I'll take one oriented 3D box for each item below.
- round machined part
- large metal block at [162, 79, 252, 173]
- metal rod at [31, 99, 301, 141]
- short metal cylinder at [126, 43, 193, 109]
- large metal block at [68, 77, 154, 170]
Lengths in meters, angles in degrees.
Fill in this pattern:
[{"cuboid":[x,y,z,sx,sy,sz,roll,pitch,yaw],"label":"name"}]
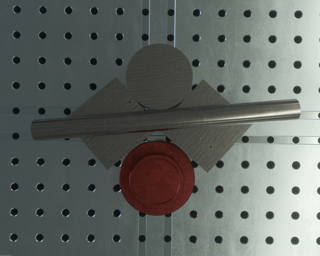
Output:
[{"cuboid":[-0.004,0.065,0.401,0.099,0.042,0.097,0,90,0],"label":"round machined part"},{"cuboid":[0.055,-0.003,0.395,0.080,0.050,0.080,42,91,0],"label":"large metal block"},{"cuboid":[0.006,-0.009,0.358,0.302,0.025,0.025,-5,90,0],"label":"metal rod"},{"cuboid":[-0.001,-0.062,0.397,0.081,0.050,0.079,0,90,0],"label":"short metal cylinder"},{"cuboid":[-0.058,-0.006,0.396,0.080,0.050,0.080,-39,92,0],"label":"large metal block"}]
